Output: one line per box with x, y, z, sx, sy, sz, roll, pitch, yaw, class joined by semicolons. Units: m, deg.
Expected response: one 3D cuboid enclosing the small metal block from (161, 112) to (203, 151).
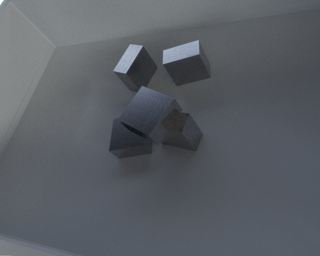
0.018;0.002;0.378;0.050;0.050;0.025;10;67;32;small metal block

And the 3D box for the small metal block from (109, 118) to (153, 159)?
-0.038;0.010;0.418;0.050;0.025;0.050;-11;57;22;small metal block

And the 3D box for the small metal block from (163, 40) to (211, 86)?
0.037;-0.087;0.422;0.050;0.050;0.025;-11;57;22;small metal block

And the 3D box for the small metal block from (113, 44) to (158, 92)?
-0.035;-0.087;0.460;0.025;0.050;0.050;17;71;34;small metal block

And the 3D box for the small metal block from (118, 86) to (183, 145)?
-0.011;-0.015;0.356;0.050;0.025;0.050;25;75;36;small metal block
